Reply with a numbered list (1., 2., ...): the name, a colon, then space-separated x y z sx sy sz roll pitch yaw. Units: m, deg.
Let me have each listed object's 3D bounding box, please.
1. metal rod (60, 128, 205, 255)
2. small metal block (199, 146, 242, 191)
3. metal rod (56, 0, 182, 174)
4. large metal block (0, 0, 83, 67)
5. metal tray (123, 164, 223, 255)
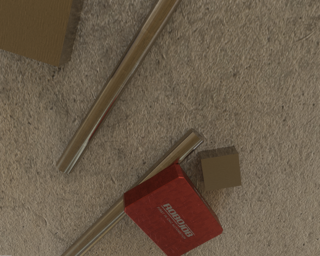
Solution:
1. metal rod: -0.051 0.112 0.450 0.025 0.025 0.299 41 105 -14
2. small metal block: 0.084 0.056 0.432 0.050 0.025 0.050 -10 110 3
3. metal rod: -0.049 -0.062 0.386 0.025 0.025 0.299 32 107 -11
4. large metal block: -0.139 -0.123 0.349 0.080 0.050 0.079 17 109 -7
5. metal tray: 0.020 0.121 0.436 0.090 0.030 0.130 -32 119 7
